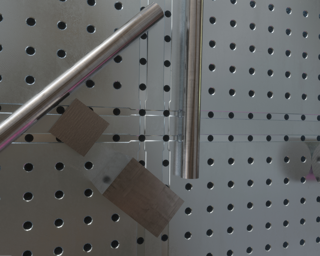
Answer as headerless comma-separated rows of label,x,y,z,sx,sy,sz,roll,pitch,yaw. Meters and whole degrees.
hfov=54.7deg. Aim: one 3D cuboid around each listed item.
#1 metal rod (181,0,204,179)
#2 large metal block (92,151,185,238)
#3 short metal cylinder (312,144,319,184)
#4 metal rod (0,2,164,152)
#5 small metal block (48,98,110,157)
metal rod,0.045,-0.080,0.430,0.025,0.025,0.298,2,89,-20
large metal block,-0.030,0.076,0.373,0.080,0.080,0.050,43,77,-16
short metal cylinder,0.294,0.059,0.495,0.050,0.080,0.079,3,89,-20
metal rod,-0.109,-0.056,0.372,0.301,0.025,0.025,-44,104,-15
small metal block,-0.099,-0.001,0.377,0.050,0.025,0.050,40,77,-16
